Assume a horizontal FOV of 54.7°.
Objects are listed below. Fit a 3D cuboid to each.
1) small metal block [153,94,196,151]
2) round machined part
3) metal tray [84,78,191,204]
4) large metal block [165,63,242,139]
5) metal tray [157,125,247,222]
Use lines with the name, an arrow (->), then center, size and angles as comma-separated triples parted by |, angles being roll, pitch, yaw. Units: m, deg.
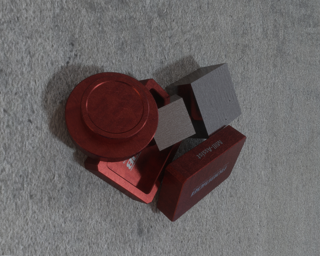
small metal block -> 0.010, -0.007, 0.385 | 0.050, 0.025, 0.050 | -26, 111, -8
round machined part -> -0.049, -0.016, 0.327 | 0.099, 0.042, 0.098 | 4, 72, -14
metal tray -> -0.021, 0.015, 0.384 | 0.090, 0.030, 0.130 | 42, 64, -32
large metal block -> 0.064, -0.039, 0.444 | 0.081, 0.050, 0.080 | -34, 111, -35
metal tray -> 0.057, 0.060, 0.421 | 0.131, 0.030, 0.089 | -29, 144, -36
